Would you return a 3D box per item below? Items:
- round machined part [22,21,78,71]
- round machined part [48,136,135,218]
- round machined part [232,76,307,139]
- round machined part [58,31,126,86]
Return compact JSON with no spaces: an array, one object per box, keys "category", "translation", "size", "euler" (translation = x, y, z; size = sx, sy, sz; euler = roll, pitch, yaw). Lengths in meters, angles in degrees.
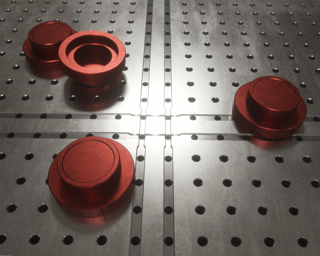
[{"category":"round machined part","translation":[-0.177,-0.141,0.513],"size":[0.099,0.042,0.098],"euler":[0,50,0]},{"category":"round machined part","translation":[-0.078,0.048,0.355],"size":[0.099,0.042,0.098],"euler":[0,50,0]},{"category":"round machined part","translation":[0.153,-0.035,0.428],"size":[0.099,0.042,0.098],"euler":[0,50,0]},{"category":"round machined part","translation":[-0.102,-0.103,0.477],"size":[0.099,0.042,0.098],"euler":[4,53,-5]}]
